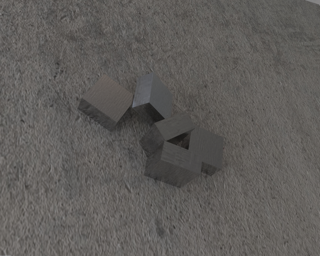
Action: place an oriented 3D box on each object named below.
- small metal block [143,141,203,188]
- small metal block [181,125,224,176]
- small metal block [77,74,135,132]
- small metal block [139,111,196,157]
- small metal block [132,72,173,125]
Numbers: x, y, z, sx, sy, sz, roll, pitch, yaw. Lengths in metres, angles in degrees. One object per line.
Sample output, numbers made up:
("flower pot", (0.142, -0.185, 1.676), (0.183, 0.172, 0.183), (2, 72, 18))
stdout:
("small metal block", (0.015, 0.045, 0.368), (0.050, 0.050, 0.025), (22, 54, -15))
("small metal block", (0.056, 0.030, 0.415), (0.050, 0.025, 0.050), (23, 53, -15))
("small metal block", (-0.065, -0.032, 0.388), (0.050, 0.025, 0.050), (36, 51, -5))
("small metal block", (0.008, 0.009, 0.387), (0.050, 0.050, 0.025), (-22, 74, -36))
("small metal block", (-0.008, -0.036, 0.406), (0.050, 0.025, 0.050), (45, 41, -43))
